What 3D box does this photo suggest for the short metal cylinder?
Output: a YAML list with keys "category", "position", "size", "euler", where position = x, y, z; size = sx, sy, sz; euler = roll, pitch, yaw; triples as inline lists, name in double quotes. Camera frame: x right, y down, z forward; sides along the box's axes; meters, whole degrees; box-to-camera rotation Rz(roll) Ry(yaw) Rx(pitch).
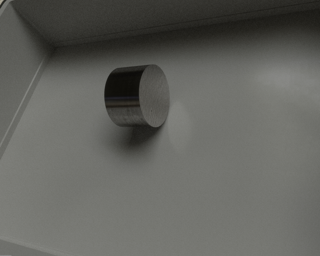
- category: "short metal cylinder"
  position: [-0.028, -0.041, 0.406]
  size: [0.050, 0.080, 0.080]
  euler: [0, 62, 28]
